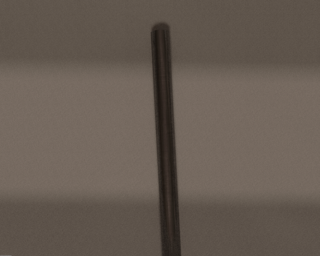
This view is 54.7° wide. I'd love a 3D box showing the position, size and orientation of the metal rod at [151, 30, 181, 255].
[{"bbox_3d":[0.008,0.022,0.411,0.025,0.025,0.298,-3,90,-1],"label":"metal rod"}]
